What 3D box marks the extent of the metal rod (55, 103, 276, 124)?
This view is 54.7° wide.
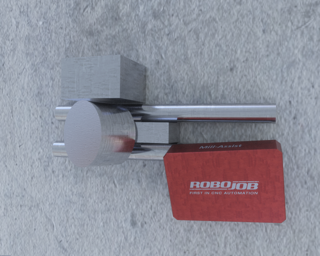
[{"bbox_3d":[-0.006,-0.020,0.412,0.301,0.025,0.025,1,90,19],"label":"metal rod"}]

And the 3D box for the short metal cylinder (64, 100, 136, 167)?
[{"bbox_3d":[-0.076,0.007,0.385,0.080,0.050,0.080,-2,87,43],"label":"short metal cylinder"}]

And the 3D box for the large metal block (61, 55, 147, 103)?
[{"bbox_3d":[-0.070,-0.060,0.405,0.080,0.080,0.050,1,91,19],"label":"large metal block"}]

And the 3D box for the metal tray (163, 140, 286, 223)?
[{"bbox_3d":[0.076,0.064,0.365,0.130,0.030,0.089,-4,106,18],"label":"metal tray"}]

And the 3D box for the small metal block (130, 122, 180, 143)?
[{"bbox_3d":[-0.005,0.005,0.397,0.050,0.050,0.025,1,91,19],"label":"small metal block"}]

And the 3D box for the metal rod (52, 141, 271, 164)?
[{"bbox_3d":[-0.011,0.031,0.413,0.301,0.025,0.025,0,90,19],"label":"metal rod"}]
